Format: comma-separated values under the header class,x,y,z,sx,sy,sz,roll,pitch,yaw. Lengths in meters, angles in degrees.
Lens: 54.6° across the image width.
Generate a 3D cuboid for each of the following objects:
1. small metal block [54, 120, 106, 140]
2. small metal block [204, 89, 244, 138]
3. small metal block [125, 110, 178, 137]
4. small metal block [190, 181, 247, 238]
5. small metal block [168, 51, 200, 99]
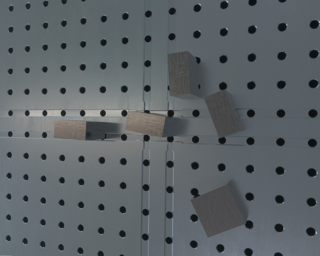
class,x,y,z,sx,sy,sz,roll,pitch,yaw
small metal block,-0.113,0.002,0.440,0.050,0.050,0.025,4,91,20
small metal block,0.078,-0.016,0.372,0.025,0.050,0.050,-22,83,19
small metal block,-0.010,-0.005,0.403,0.050,0.050,0.025,11,94,20
small metal block,0.074,0.101,0.387,0.050,0.025,0.050,-27,81,18
small metal block,0.031,-0.064,0.389,0.025,0.050,0.050,-3,89,20
